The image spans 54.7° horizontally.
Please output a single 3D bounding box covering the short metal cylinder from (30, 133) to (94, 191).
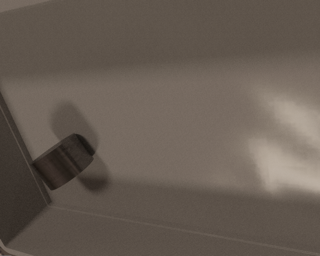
[{"bbox_3d":[-0.152,0.052,0.483,0.080,0.080,0.050,-25,105,36],"label":"short metal cylinder"}]

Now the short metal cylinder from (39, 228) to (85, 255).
[{"bbox_3d":[-0.199,0.253,0.634,0.080,0.080,0.050,9,122,23],"label":"short metal cylinder"}]
